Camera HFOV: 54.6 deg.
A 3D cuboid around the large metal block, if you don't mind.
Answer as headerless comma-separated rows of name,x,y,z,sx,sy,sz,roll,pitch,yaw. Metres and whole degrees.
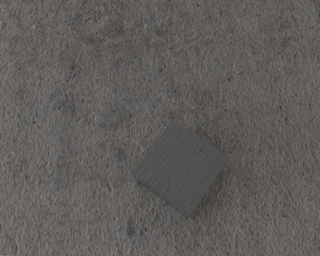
large metal block,0.025,0.051,0.377,0.080,0.050,0.080,34,74,11
